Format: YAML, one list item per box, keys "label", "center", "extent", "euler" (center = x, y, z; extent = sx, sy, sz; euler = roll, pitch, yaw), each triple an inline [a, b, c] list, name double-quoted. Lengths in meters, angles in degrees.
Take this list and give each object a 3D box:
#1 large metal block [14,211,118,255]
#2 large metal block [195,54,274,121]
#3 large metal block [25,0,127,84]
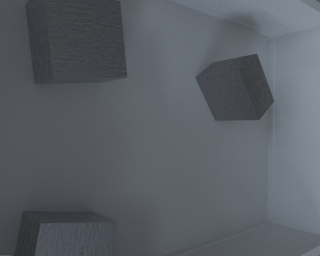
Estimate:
- label: "large metal block"
  center: [-0.096, 0.130, 0.311]
  extent: [0.081, 0.050, 0.080]
  euler: [14, 81, -40]
- label: "large metal block"
  center: [0.113, -0.058, 0.468]
  extent: [0.050, 0.080, 0.080]
  euler: [-43, 117, -32]
- label: "large metal block"
  center: [-0.085, -0.089, 0.320]
  extent: [0.081, 0.050, 0.079]
  euler: [-9, 96, -40]
